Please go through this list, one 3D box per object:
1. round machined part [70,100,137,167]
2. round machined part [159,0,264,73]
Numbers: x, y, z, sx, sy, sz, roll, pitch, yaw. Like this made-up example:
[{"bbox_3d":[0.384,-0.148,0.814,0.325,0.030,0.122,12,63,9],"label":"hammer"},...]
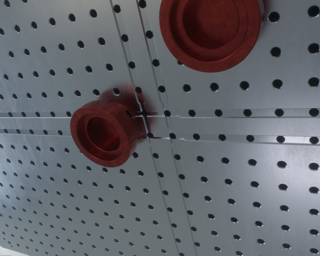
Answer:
[{"bbox_3d":[-0.075,0.005,0.444,0.098,0.042,0.097,13,124,21],"label":"round machined part"},{"bbox_3d":[0.052,-0.108,0.306,0.098,0.042,0.097,13,124,21],"label":"round machined part"}]
